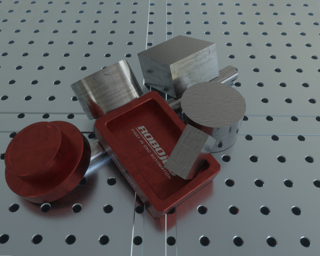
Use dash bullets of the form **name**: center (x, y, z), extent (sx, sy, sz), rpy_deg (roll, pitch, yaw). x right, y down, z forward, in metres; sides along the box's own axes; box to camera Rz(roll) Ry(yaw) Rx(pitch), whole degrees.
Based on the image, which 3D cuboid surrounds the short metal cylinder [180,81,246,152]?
- **short metal cylinder**: center (0.066, -0.015, 0.404), extent (0.081, 0.050, 0.080), rpy_deg (0, 50, 0)

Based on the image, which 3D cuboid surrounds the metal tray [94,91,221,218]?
- **metal tray**: center (-0.005, 0.026, 0.364), extent (0.091, 0.030, 0.130), rpy_deg (-31, 69, -23)

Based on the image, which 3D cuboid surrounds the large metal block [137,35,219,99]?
- **large metal block**: center (0.027, -0.093, 0.455), extent (0.081, 0.050, 0.080), rpy_deg (-30, 37, -23)

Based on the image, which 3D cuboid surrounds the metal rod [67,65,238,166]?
- **metal rod**: center (-0.008, -0.014, 0.421), extent (0.302, 0.025, 0.025), rpy_deg (-31, 57, -23)

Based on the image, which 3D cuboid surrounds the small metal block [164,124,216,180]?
- **small metal block**: center (0.034, 0.027, 0.331), extent (0.025, 0.050, 0.050), rpy_deg (29, 91, 20)

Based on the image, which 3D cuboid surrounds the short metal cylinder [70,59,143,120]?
- **short metal cylinder**: center (-0.069, -0.051, 0.407), extent (0.080, 0.050, 0.080), rpy_deg (-24, 12, 6)

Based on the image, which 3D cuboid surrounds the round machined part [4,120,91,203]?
- **round machined part**: center (-0.133, 0.031, 0.352), extent (0.098, 0.042, 0.098), rpy_deg (-8, 55, 13)
